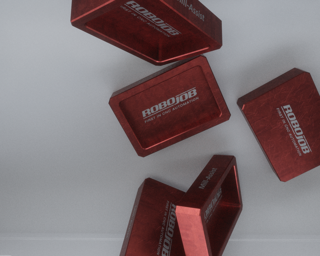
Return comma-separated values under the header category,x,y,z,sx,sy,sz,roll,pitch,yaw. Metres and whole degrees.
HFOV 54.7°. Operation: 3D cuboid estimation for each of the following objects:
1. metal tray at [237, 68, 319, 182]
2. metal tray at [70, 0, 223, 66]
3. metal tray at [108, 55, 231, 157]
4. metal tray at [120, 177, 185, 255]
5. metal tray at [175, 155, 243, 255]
category,x,y,z,sx,sy,sz,roll,pitch,yaw
metal tray,0.172,-0.002,0.411,0.090,0.030,0.130,-30,108,10
metal tray,-0.008,-0.104,0.306,0.090,0.131,0.030,-8,76,38
metal tray,0.013,-0.028,0.398,0.130,0.030,0.090,-24,109,8
metal tray,0.004,0.138,0.406,0.090,0.130,0.030,24,133,-9
metal tray,0.069,0.102,0.395,0.030,0.131,0.089,0,113,31
